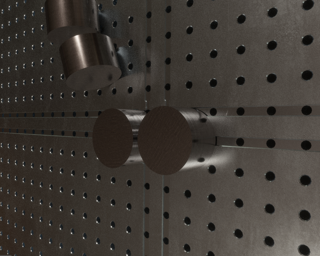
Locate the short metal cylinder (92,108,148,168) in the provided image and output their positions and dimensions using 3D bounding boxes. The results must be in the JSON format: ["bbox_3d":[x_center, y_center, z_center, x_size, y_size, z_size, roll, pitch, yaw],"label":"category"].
[{"bbox_3d":[-0.048,0.013,0.431,0.080,0.050,0.079,0,90,39],"label":"short metal cylinder"}]

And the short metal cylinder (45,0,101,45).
[{"bbox_3d":[-0.135,-0.165,0.482,0.080,0.081,0.050,-12,83,39],"label":"short metal cylinder"}]

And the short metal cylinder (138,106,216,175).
[{"bbox_3d":[0.019,0.014,0.375,0.080,0.050,0.079,0,90,39],"label":"short metal cylinder"}]

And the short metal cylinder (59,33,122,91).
[{"bbox_3d":[-0.102,-0.095,0.455,0.080,0.081,0.050,-26,74,36],"label":"short metal cylinder"}]
